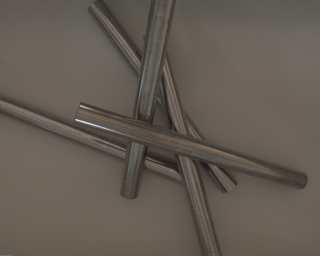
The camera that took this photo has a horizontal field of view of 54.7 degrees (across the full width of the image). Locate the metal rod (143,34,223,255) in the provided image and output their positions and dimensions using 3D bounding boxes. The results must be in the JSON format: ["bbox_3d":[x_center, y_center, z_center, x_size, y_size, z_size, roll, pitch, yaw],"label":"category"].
[{"bbox_3d":[0.030,0.028,0.385,0.025,0.025,0.298,-15,90,0],"label":"metal rod"}]

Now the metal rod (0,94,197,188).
[{"bbox_3d":[-0.092,0.015,0.410,0.301,0.025,0.025,21,90,0],"label":"metal rod"}]

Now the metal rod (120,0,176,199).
[{"bbox_3d":[-0.012,-0.051,0.346,0.025,0.025,0.298,11,112,0],"label":"metal rod"}]

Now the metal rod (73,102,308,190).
[{"bbox_3d":[0.051,0.028,0.365,0.302,0.025,0.025,17,90,-19],"label":"metal rod"}]

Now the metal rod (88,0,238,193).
[{"bbox_3d":[0.004,-0.041,0.411,0.025,0.025,0.299,-37,90,0],"label":"metal rod"}]
